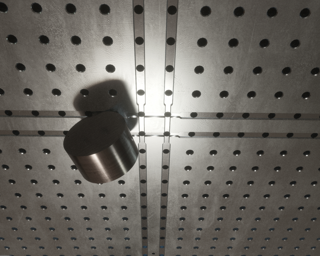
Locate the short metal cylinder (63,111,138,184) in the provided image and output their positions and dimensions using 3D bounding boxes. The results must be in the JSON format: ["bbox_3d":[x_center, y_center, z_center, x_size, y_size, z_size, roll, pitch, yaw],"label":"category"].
[{"bbox_3d":[-0.074,0.023,0.394,0.080,0.080,0.050,-12,129,9],"label":"short metal cylinder"}]
